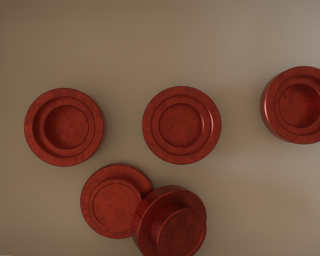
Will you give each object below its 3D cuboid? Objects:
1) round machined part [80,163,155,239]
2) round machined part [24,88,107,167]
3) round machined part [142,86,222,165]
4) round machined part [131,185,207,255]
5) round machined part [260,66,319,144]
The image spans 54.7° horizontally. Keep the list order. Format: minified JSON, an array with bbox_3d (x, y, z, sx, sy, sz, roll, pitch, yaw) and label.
[{"bbox_3d":[-0.055,0.096,0.402,0.099,0.042,0.097,0,90,0],"label":"round machined part"},{"bbox_3d":[-0.118,-0.001,0.402,0.099,0.042,0.097,0,90,0],"label":"round machined part"},{"bbox_3d":[0.027,-0.003,0.403,0.099,0.042,0.097,0,90,0],"label":"round machined part"},{"bbox_3d":[0.018,0.124,0.382,0.099,0.042,0.097,-5,102,-27],"label":"round machined part"},{"bbox_3d":[0.179,-0.028,0.404,0.099,0.042,0.097,0,90,0],"label":"round machined part"}]
